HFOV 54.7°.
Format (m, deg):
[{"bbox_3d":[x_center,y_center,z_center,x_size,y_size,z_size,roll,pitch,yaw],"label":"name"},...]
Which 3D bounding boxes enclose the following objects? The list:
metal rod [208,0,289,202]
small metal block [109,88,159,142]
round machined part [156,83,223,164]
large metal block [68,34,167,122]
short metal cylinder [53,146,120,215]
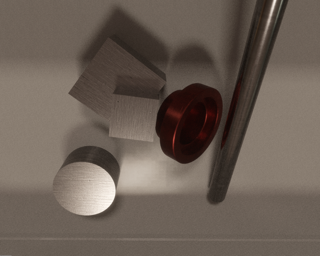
[{"bbox_3d":[0.089,-0.011,0.349,0.025,0.025,0.298,2,133,-1],"label":"metal rod"},{"bbox_3d":[-0.029,-0.015,0.352,0.050,0.025,0.050,7,110,-3],"label":"small metal block"},{"bbox_3d":[0.032,-0.009,0.381,0.042,0.099,0.097,27,114,34],"label":"round machined part"},{"bbox_3d":[-0.049,-0.055,0.377,0.080,0.050,0.080,36,106,-13],"label":"large metal block"},{"bbox_3d":[-0.098,0.071,0.423,0.081,0.050,0.079,0,110,-1],"label":"short metal cylinder"}]
